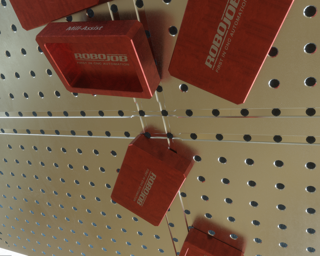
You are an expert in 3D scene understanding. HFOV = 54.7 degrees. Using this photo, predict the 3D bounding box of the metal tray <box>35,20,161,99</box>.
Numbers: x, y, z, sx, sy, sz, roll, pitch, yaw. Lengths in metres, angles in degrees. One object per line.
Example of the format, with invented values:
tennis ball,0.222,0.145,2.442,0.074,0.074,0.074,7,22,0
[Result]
metal tray,-0.073,-0.081,0.375,0.130,0.030,0.090,7,142,24

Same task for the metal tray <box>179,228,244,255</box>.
metal tray,0.072,0.233,0.512,0.090,0.030,0.129,23,127,13

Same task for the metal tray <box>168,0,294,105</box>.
metal tray,0.069,-0.098,0.311,0.090,0.030,0.129,26,127,11

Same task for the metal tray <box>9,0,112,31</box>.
metal tray,-0.128,-0.176,0.365,0.130,0.030,0.090,-6,116,30

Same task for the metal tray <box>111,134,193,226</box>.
metal tray,-0.017,0.082,0.466,0.090,0.030,0.129,29,128,9
